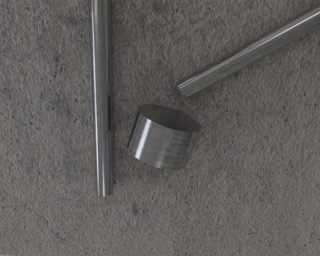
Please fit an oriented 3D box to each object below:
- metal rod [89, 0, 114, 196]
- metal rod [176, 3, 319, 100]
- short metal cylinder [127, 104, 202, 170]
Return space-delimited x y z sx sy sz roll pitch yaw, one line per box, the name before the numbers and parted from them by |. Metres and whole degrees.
metal rod | -0.073 -0.049 0.390 0.025 0.025 0.298 2 110 -1
metal rod | 0.157 -0.117 0.368 0.300 0.025 0.025 -28 108 9
short metal cylinder | 0.005 0.009 0.384 0.080 0.080 0.050 16 109 -6
